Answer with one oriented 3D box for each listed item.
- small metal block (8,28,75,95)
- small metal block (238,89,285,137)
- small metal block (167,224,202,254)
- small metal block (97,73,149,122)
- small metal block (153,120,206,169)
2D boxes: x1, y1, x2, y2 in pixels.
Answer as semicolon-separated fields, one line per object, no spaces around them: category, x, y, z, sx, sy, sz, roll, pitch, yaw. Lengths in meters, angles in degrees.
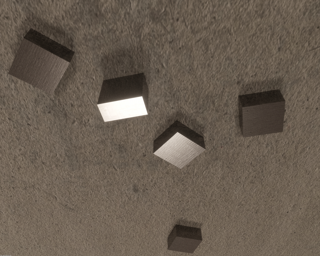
small metal block;-0.131;-0.073;0.343;0.050;0.025;0.050;27;125;-22
small metal block;0.128;-0.018;0.394;0.050;0.025;0.050;-9;130;7
small metal block;0.046;0.211;0.588;0.050;0.025;0.050;13;129;-12
small metal block;-0.041;-0.036;0.359;0.050;0.050;0.025;-10;130;7
small metal block;0.026;0.024;0.428;0.050;0.025;0.050;32;123;-25
